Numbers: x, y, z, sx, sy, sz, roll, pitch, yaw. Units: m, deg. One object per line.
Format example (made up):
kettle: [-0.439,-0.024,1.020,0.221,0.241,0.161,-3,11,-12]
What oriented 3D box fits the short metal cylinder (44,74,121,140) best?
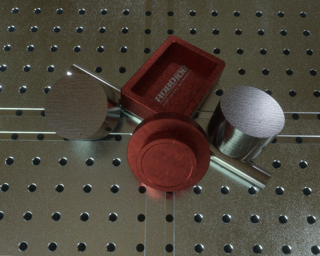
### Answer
short metal cylinder: [-0.096,-0.024,0.394,0.080,0.050,0.080,-1,87,10]

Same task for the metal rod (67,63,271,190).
metal rod: [0.005,-0.007,0.414,0.301,0.025,0.025,30,73,10]

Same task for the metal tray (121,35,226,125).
metal tray: [0.019,-0.060,0.416,0.090,0.030,0.130,30,59,10]

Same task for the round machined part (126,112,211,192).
round machined part: [0.009,0.034,0.361,0.099,0.042,0.097,2,113,5]

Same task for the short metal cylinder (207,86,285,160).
short metal cylinder: [0.106,-0.007,0.389,0.081,0.050,0.080,7,53,-8]
